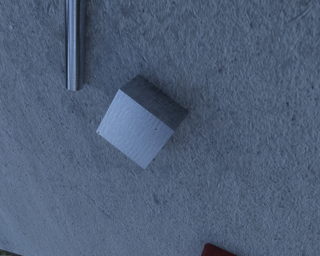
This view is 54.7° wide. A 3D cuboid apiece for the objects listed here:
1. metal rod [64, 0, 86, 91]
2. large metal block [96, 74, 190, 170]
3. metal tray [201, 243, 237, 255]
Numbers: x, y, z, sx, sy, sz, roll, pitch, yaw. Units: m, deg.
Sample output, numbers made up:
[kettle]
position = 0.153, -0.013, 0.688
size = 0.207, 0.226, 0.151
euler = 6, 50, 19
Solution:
[metal rod]
position = -0.094, -0.177, 0.345
size = 0.025, 0.025, 0.298
euler = 22, 127, 14
[large metal block]
position = -0.023, -0.007, 0.397
size = 0.080, 0.050, 0.080
euler = 38, 129, 2
[metal tray]
position = 0.121, 0.246, 0.491
size = 0.130, 0.030, 0.089
euler = 20, 126, 16
